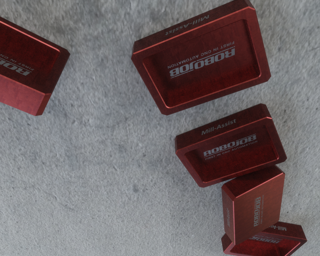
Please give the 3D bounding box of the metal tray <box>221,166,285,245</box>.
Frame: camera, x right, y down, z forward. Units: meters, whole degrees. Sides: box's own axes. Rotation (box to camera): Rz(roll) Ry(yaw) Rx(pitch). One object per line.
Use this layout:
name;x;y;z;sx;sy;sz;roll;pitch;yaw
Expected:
metal tray;0.145;0.120;0.486;0.091;0.030;0.129;-24;131;-13

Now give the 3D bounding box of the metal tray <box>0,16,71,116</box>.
metal tray;-0.163;-0.073;0.299;0.131;0.090;0.030;25;126;-20

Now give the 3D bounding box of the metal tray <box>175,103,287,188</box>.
metal tray;0.097;0.029;0.429;0.130;0.030;0.090;-22;127;17

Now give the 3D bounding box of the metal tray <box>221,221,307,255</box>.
metal tray;0.195;0.212;0.587;0.131;0.030;0.089;13;129;-11

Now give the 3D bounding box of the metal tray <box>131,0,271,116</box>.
metal tray;0.046;-0.073;0.341;0.130;0.030;0.090;-19;128;14
